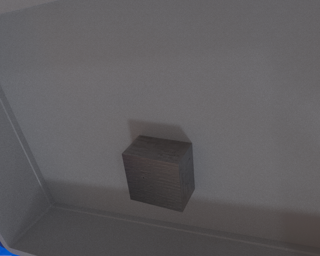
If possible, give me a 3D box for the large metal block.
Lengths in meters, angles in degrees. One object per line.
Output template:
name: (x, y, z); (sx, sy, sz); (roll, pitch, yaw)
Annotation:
large metal block: (0.000, 0.062, 0.431); (0.080, 0.050, 0.080); (8, 122, 24)
